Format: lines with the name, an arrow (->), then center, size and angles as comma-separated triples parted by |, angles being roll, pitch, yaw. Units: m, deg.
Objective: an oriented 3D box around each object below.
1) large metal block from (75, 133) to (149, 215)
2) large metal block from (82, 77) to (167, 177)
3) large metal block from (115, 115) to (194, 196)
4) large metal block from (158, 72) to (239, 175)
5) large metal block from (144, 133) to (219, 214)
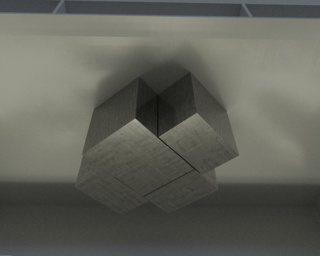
large metal block -> -0.060, 0.057, 0.420 | 0.050, 0.080, 0.080 | -33, 123, 25
large metal block -> -0.040, -0.001, 0.369 | 0.080, 0.080, 0.050 | -32, 123, 24
large metal block -> -0.007, 0.027, 0.395 | 0.080, 0.080, 0.050 | -32, 123, 24
large metal block -> 0.043, -0.006, 0.368 | 0.050, 0.080, 0.080 | -33, 123, 25
large metal block -> 0.026, 0.056, 0.421 | 0.080, 0.080, 0.050 | -32, 123, 24
